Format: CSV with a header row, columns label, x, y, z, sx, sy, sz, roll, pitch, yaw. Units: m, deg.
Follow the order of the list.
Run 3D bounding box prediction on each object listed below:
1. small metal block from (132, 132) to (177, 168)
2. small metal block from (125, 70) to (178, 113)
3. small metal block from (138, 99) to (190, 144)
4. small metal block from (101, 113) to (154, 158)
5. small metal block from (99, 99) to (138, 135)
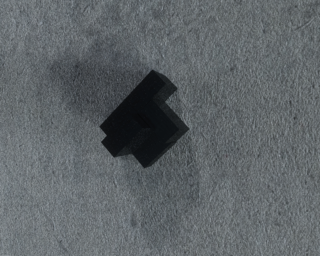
label,x,y,z,sx,sy,sz,roll,pitch,yaw
small metal block,-0.015,0.018,0.415,0.050,0.025,0.050,-44,77,14
small metal block,-0.010,-0.044,0.399,0.050,0.050,0.025,-45,76,14
small metal block,0.006,-0.008,0.394,0.025,0.050,0.050,-45,77,14
small metal block,-0.036,0.008,0.382,0.050,0.050,0.025,-45,76,14
small metal block,-0.044,-0.010,0.411,0.050,0.050,0.025,-45,76,14
